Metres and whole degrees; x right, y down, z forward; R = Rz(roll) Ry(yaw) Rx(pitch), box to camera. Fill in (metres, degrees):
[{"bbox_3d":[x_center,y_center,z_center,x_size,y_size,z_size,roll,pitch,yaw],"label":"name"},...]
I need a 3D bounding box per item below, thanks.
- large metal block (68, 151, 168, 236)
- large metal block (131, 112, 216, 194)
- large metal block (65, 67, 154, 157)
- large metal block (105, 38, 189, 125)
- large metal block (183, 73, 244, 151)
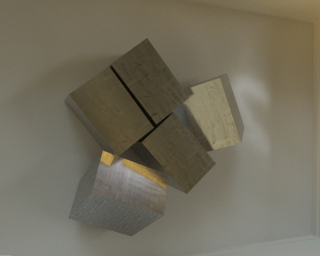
[{"bbox_3d":[-0.048,0.079,0.356,0.080,0.080,0.050,23,48,-19],"label":"large metal block"},{"bbox_3d":[0.009,0.028,0.384,0.050,0.080,0.080,-44,104,-15],"label":"large metal block"},{"bbox_3d":[-0.062,-0.017,0.358,0.050,0.080,0.080,-39,103,-16],"label":"large metal block"},{"bbox_3d":[-0.023,-0.051,0.372,0.050,0.080,0.080,-41,103,-16],"label":"large metal block"},{"bbox_3d":[0.071,-0.022,0.400,0.050,0.080,0.080,-17,98,21],"label":"large metal block"}]
